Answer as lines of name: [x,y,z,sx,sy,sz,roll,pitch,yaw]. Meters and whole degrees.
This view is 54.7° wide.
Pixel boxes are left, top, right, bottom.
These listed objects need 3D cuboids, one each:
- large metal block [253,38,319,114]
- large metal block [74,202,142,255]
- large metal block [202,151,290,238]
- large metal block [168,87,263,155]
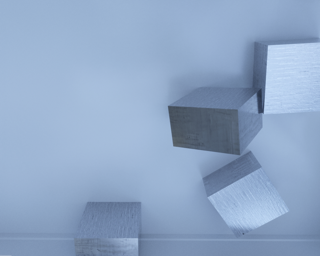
large metal block: [0.161,-0.064,0.377,0.081,0.050,0.079,-3,110,0]
large metal block: [-0.068,0.148,0.436,0.081,0.080,0.050,0,110,-1]
large metal block: [0.118,0.092,0.434,0.080,0.050,0.080,-32,107,11]
large metal block: [0.067,-0.013,0.362,0.080,0.080,0.050,6,114,33]
